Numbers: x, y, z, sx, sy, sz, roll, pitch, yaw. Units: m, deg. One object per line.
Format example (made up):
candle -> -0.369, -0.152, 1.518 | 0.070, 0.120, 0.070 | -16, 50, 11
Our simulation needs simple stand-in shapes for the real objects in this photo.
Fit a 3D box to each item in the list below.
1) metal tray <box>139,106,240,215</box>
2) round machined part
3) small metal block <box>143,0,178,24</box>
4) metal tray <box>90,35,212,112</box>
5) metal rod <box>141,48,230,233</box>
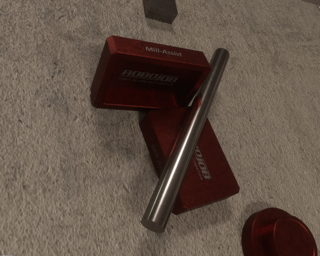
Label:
metal tray -> 0.037, 0.036, 0.400 | 0.091, 0.030, 0.130 | -8, 66, -32
round machined part -> 0.156, 0.148, 0.389 | 0.099, 0.042, 0.098 | 14, 56, -21
small metal block -> 0.000, -0.212, 0.535 | 0.050, 0.025, 0.050 | 6, 59, -26
metal tray -> -0.012, -0.061, 0.391 | 0.131, 0.089, 0.030 | 2, 50, -27
metal rod -> 0.045, -0.010, 0.396 | 0.025, 0.025, 0.301 | 32, 51, -8
